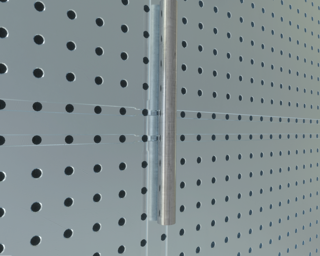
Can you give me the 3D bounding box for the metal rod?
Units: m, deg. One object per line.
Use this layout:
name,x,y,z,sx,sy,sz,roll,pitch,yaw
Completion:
metal rod,0.010,-0.021,0.419,0.025,0.025,0.298,1,90,-40
